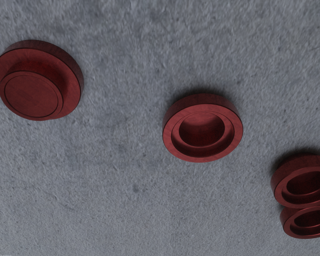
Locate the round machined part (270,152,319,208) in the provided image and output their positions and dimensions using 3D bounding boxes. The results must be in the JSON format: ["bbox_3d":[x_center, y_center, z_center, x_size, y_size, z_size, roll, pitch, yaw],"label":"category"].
[{"bbox_3d":[0.215,0.074,0.463,0.099,0.042,0.097,-1,130,0],"label":"round machined part"}]

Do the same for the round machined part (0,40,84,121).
[{"bbox_3d":[-0.141,-0.046,0.354,0.099,0.042,0.097,-1,130,0],"label":"round machined part"}]

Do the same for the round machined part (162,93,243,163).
[{"bbox_3d":[0.052,-0.004,0.394,0.099,0.042,0.097,-1,130,0],"label":"round machined part"}]

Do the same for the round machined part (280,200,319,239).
[{"bbox_3d":[0.252,0.142,0.521,0.099,0.042,0.097,-1,130,0],"label":"round machined part"}]
